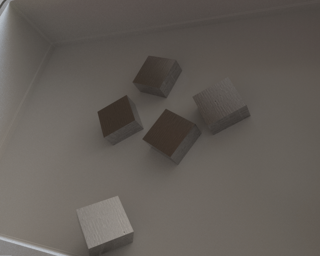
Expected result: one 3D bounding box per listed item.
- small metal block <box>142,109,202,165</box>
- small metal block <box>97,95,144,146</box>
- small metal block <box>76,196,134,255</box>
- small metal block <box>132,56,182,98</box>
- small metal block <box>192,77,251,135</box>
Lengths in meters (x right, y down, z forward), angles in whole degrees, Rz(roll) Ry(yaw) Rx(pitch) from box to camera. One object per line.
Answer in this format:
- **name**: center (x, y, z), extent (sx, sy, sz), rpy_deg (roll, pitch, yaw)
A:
- **small metal block**: center (0.015, 0.010, 0.390), extent (0.050, 0.025, 0.050), rpy_deg (30, 78, 37)
- **small metal block**: center (-0.057, -0.011, 0.441), extent (0.050, 0.025, 0.050), rpy_deg (-29, 52, 9)
- **small metal block**: center (-0.063, 0.112, 0.354), extent (0.050, 0.025, 0.050), rpy_deg (-15, 48, -22)
- **small metal block**: center (-0.004, -0.076, 0.453), extent (0.050, 0.025, 0.050), rpy_deg (17, 71, 34)
- **small metal block**: center (0.075, -0.027, 0.382), extent (0.050, 0.025, 0.050), rpy_deg (-29, 52, 9)
